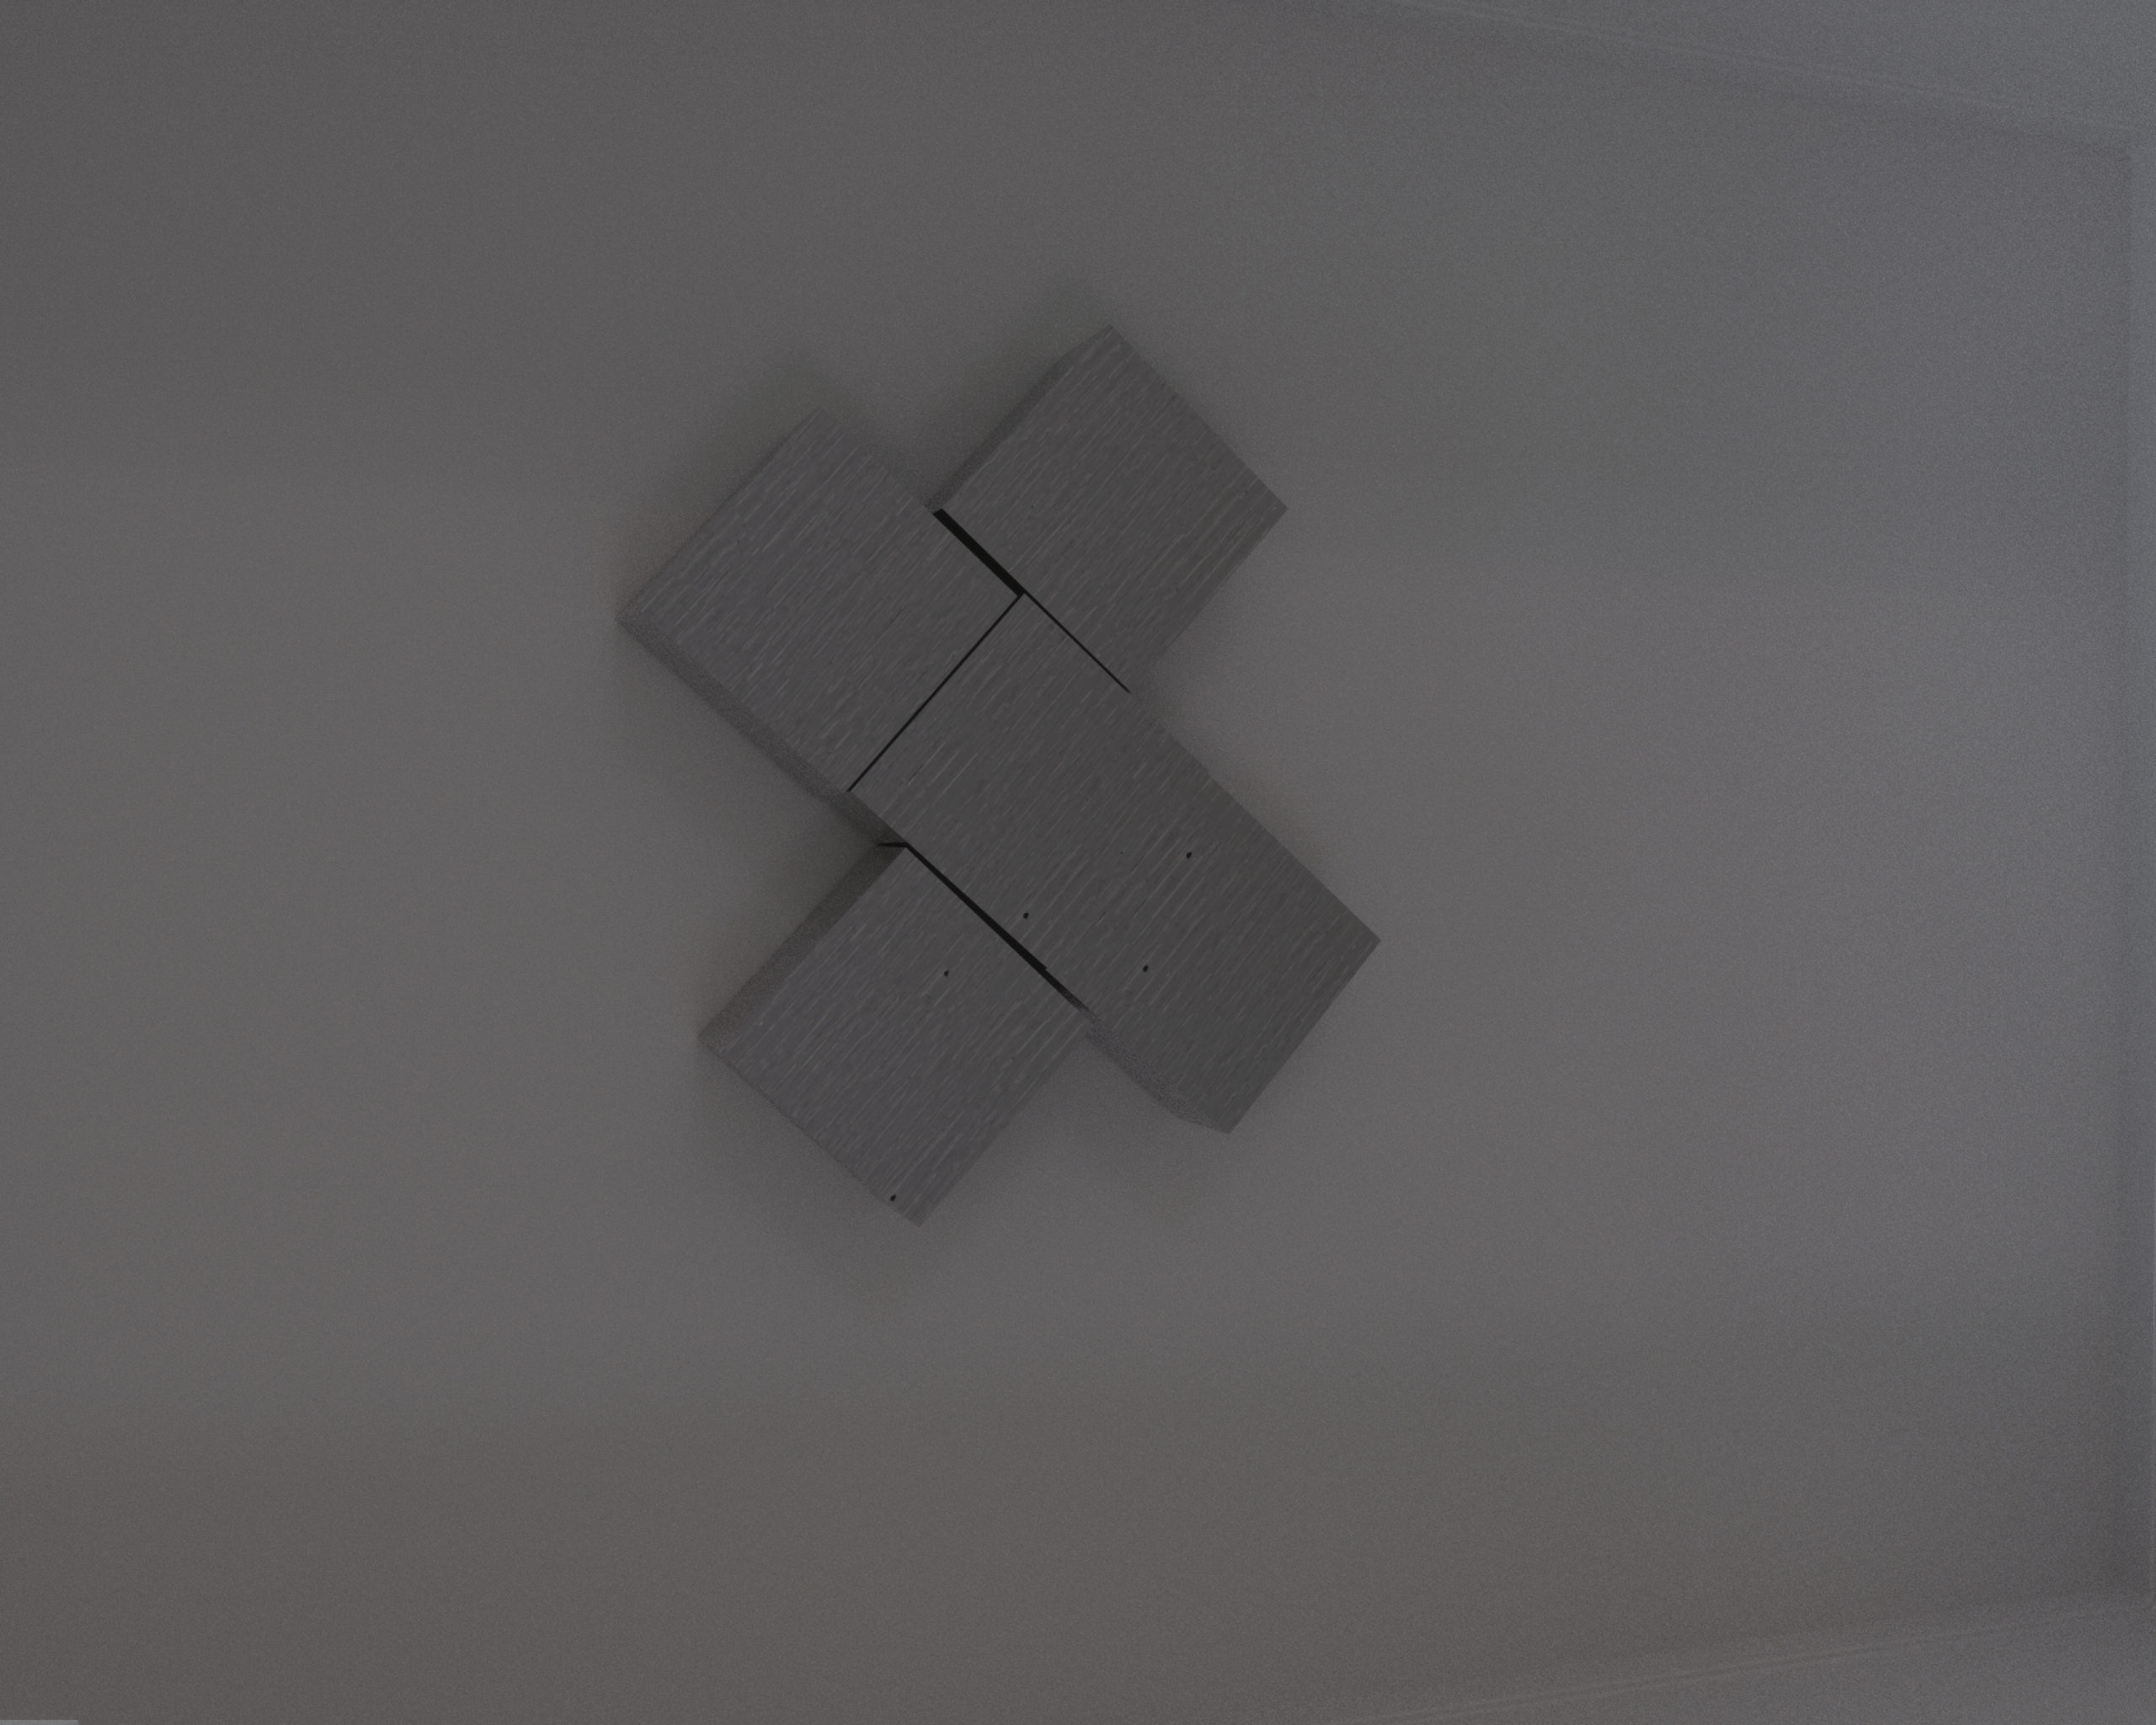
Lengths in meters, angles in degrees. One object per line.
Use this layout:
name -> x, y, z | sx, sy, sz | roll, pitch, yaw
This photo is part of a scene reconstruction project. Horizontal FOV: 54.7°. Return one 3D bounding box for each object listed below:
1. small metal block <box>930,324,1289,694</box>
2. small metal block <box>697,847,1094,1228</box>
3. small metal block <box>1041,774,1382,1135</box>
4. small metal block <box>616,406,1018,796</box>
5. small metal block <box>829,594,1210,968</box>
small metal block -> 0.004, -0.067, 0.409 | 0.050, 0.025, 0.050 | 43, 75, -15
small metal block -> -0.035, 0.032, 0.396 | 0.050, 0.025, 0.050 | 45, 77, -15
small metal block -> 0.023, 0.018, 0.416 | 0.050, 0.025, 0.050 | 43, 76, -15
small metal block -> -0.049, -0.048, 0.390 | 0.050, 0.025, 0.050 | 43, 76, -15
small metal block -> -0.012, -0.015, 0.403 | 0.050, 0.025, 0.050 | 43, 76, -15
